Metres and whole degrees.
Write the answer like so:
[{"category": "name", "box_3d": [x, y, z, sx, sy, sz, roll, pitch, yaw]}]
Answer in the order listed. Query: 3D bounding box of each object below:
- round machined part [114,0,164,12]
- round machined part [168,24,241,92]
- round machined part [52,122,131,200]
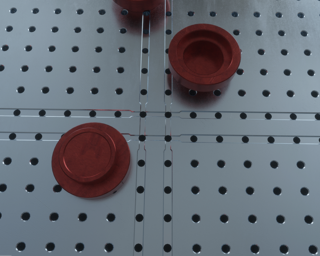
[{"category": "round machined part", "box_3d": [-0.032, -0.222, 0.483, 0.099, 0.042, 0.098, 0, 70, -1]}, {"category": "round machined part", "box_3d": [0.060, -0.095, 0.438, 0.099, 0.042, 0.098, 0, 70, -1]}, {"category": "round machined part", "box_3d": [-0.086, 0.038, 0.388, 0.099, 0.042, 0.098, 0, 70, -1]}]
